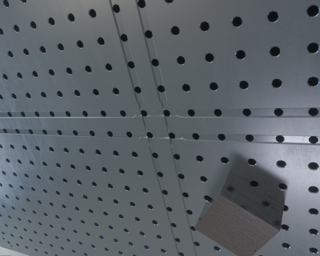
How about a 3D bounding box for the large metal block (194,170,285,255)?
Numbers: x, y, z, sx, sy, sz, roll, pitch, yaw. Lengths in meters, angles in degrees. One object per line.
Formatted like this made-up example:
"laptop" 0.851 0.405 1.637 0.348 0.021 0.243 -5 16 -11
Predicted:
"large metal block" 0.104 0.117 0.412 0.080 0.050 0.079 31 128 8
